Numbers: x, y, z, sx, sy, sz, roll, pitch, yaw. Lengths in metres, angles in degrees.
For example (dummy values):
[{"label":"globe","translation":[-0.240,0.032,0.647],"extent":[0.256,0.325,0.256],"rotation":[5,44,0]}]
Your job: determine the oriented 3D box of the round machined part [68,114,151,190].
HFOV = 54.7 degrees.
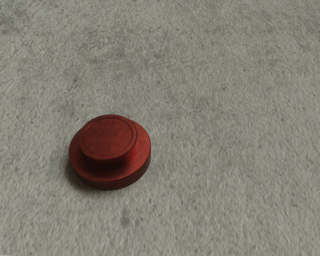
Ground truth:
[{"label":"round machined part","translation":[-0.060,0.022,0.373],"extent":[0.099,0.042,0.098],"rotation":[0,50,0]}]
